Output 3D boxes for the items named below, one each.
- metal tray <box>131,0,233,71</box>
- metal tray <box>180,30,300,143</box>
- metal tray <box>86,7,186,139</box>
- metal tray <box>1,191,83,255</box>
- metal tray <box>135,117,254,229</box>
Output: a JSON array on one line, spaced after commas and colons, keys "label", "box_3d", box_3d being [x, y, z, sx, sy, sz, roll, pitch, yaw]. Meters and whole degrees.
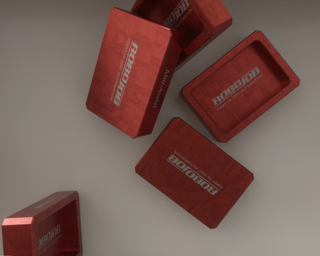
[{"label": "metal tray", "box_3d": [0.013, -0.121, 0.358, 0.030, 0.130, 0.090, -35, 93, -28]}, {"label": "metal tray", "box_3d": [0.103, -0.053, 0.410, 0.130, 0.030, 0.090, -38, 91, -1]}, {"label": "metal tray", "box_3d": [-0.034, -0.064, 0.368, 0.090, 0.030, 0.129, 31, 113, 26]}, {"label": "metal tray", "box_3d": [-0.127, 0.130, 0.356, 0.030, 0.130, 0.089, -4, 90, 5]}, {"label": "metal tray", "box_3d": [0.044, 0.058, 0.410, 0.130, 0.030, 0.090, 37, 90, -1]}]
